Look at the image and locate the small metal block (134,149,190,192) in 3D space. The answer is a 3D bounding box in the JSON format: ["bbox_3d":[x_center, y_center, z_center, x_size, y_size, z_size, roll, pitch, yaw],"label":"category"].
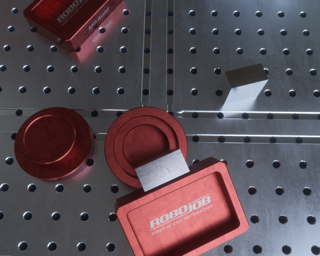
[{"bbox_3d":[0.000,0.044,0.339,0.050,0.050,0.025,-24,89,-7],"label":"small metal block"}]

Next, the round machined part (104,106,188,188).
[{"bbox_3d":[-0.017,0.024,0.385,0.099,0.042,0.097,0,85,-6],"label":"round machined part"}]

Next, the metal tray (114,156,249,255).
[{"bbox_3d":[0.025,0.099,0.353,0.131,0.030,0.090,-23,98,-8],"label":"metal tray"}]

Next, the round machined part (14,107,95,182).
[{"bbox_3d":[-0.137,0.017,0.395,0.099,0.042,0.098,0,70,0],"label":"round machined part"}]

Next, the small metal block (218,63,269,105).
[{"bbox_3d":[0.111,-0.059,0.421,0.050,0.050,0.025,-14,71,-5],"label":"small metal block"}]

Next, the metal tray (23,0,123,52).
[{"bbox_3d":[-0.129,-0.189,0.477,0.090,0.030,0.130,33,73,11],"label":"metal tray"}]
